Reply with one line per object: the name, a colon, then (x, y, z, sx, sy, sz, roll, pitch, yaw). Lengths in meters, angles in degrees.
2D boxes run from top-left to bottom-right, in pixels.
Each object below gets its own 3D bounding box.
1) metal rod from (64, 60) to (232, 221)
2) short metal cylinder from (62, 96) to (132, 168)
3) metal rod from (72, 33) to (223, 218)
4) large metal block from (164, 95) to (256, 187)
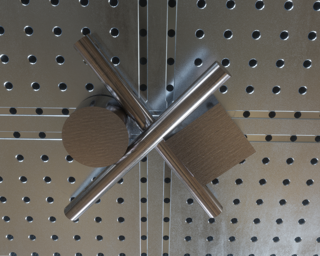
metal rod: (-0.030, 0.030, 0.398, 0.025, 0.025, 0.299, 41, 113, -14)
short metal cylinder: (-0.078, 0.004, 0.397, 0.081, 0.050, 0.079, 0, 110, 0)
metal rod: (-0.006, 0.008, 0.412, 0.025, 0.025, 0.300, -34, 107, 11)
large metal block: (0.062, 0.014, 0.401, 0.080, 0.050, 0.080, -37, 106, 12)
